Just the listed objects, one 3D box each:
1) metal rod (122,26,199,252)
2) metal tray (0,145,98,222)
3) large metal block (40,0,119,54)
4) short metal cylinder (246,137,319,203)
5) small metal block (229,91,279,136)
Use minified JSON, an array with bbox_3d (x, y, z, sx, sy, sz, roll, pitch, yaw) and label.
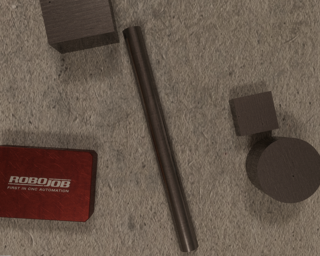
[{"bbox_3d":[0.001,0.014,0.410,0.025,0.025,0.298,-15,90,0],"label":"metal rod"},{"bbox_3d":[-0.153,0.071,0.406,0.131,0.030,0.089,4,90,-1],"label":"metal tray"},{"bbox_3d":[-0.102,-0.147,0.396,0.080,0.050,0.080,-12,90,-1],"label":"large metal block"},{"bbox_3d":[0.158,0.051,0.400,0.081,0.050,0.079,0,90,-1],"label":"short metal cylinder"},{"bbox_3d":[0.124,-0.019,0.412,0.050,0.025,0.050,-12,90,-1],"label":"small metal block"}]
